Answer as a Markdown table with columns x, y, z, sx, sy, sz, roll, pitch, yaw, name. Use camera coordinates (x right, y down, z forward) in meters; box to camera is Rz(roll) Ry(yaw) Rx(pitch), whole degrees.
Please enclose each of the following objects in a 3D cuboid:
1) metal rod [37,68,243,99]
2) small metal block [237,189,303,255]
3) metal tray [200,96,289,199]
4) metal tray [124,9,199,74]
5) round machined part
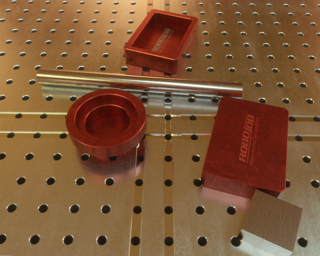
| x | y | z | sx | sy | sz | roll | pitch | yaw | name |
| --- | --- | --- | --- | --- | --- | --- | --- | --- | --- |
| -0.031 | -0.066 | 0.462 | 0.302 | 0.025 | 0.025 | 5 | 50 | 3 | metal rod |
| 0.115 | 0.100 | 0.325 | 0.050 | 0.025 | 0.050 | 22 | 53 | 17 | small metal block |
| 0.109 | 0.021 | 0.388 | 0.090 | 0.030 | 0.130 | 13 | 51 | 10 | metal tray |
| 0.005 | -0.152 | 0.532 | 0.090 | 0.030 | 0.130 | 16 | 52 | 12 | metal tray |
| -0.066 | -0.002 | 0.398 | 0.099 | 0.042 | 0.098 | 0 | 50 | 0 | round machined part |
